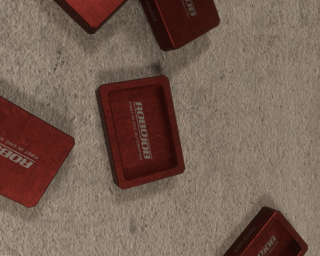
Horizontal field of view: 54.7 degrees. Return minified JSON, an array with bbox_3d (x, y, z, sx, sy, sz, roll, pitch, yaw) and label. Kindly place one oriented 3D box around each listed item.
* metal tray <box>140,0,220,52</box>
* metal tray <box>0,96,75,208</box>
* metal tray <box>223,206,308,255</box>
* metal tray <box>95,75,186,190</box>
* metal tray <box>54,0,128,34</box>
[{"bbox_3d":[0.018,-0.175,0.392,0.091,0.030,0.129,-36,114,-27],"label":"metal tray"},{"bbox_3d":[-0.174,0.018,0.342,0.130,0.030,0.090,33,79,-17],"label":"metal tray"},{"bbox_3d":[0.153,0.196,0.465,0.130,0.030,0.090,-44,104,-15],"label":"metal tray"},{"bbox_3d":[-0.024,0.004,0.398,0.091,0.030,0.129,-12,94,-20],"label":"metal tray"},{"bbox_3d":[-0.072,-0.192,0.380,0.090,0.030,0.130,44,76,-15],"label":"metal tray"}]
